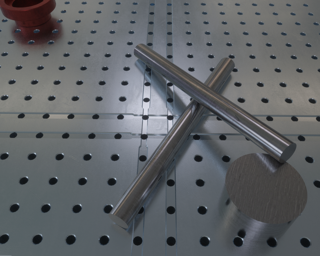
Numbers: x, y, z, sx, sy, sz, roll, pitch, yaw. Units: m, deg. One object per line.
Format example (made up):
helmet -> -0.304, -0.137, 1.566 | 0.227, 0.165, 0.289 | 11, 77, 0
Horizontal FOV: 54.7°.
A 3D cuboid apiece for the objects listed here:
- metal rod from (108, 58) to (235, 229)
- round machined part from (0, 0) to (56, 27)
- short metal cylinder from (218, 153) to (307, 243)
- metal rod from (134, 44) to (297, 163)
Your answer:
metal rod -> 0.032, -0.002, 0.408 | 0.025, 0.025, 0.301 | 24, 54, 19
round machined part -> -0.247, -0.228, 0.587 | 0.099, 0.042, 0.098 | 0, 50, 0
short metal cylinder -> 0.106, 0.074, 0.330 | 0.080, 0.050, 0.080 | 0, 50, 0
metal rod -> 0.050, -0.051, 0.417 | 0.025, 0.025, 0.300 | -27, 45, -21
